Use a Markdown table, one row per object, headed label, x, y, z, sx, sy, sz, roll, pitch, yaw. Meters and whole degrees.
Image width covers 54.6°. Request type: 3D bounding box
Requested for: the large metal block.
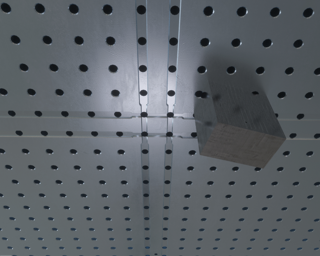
| label | x | y | z | sx | sy | sz | roll | pitch | yaw |
| --- | --- | --- | --- | --- | --- | --- | --- | --- | --- |
| large metal block | 0.091 | -0.005 | 0.372 | 0.080 | 0.080 | 0.050 | 13 | 129 | -11 |
